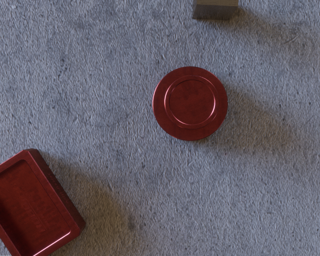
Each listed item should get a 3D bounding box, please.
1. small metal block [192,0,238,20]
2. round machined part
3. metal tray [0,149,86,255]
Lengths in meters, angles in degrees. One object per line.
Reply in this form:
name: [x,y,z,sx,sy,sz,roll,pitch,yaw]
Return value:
small metal block: [0.070,-0.161,0.398,0.050,0.050,0.025,3,90,-1]
round machined part: [0.040,-0.032,0.402,0.099,0.042,0.097,0,90,-1]
metal tray: [-0.171,0.103,0.405,0.090,0.030,0.130,-33,90,-1]
